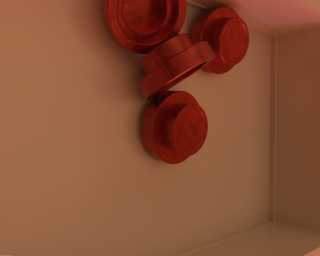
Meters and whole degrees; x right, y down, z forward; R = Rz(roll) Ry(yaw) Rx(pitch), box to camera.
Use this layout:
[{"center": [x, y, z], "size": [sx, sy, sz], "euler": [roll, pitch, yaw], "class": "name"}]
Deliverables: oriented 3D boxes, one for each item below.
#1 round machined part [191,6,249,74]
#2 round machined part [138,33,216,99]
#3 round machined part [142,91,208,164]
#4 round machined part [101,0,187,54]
[{"center": [0.095, -0.129, 0.461], "size": [0.099, 0.042, 0.097], "euler": [-14, 113, -37], "class": "round machined part"}, {"center": [0.014, -0.078, 0.375], "size": [0.099, 0.098, 0.042], "euler": [-33, 92, -35], "class": "round machined part"}, {"center": [0.026, 0.000, 0.408], "size": [0.099, 0.042, 0.097], "euler": [-10, 104, -43], "class": "round machined part"}, {"center": [-0.022, -0.140, 0.360], "size": [0.099, 0.042, 0.097], "euler": [-15, 124, -24], "class": "round machined part"}]
